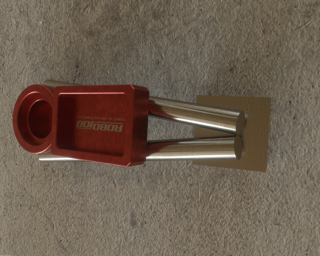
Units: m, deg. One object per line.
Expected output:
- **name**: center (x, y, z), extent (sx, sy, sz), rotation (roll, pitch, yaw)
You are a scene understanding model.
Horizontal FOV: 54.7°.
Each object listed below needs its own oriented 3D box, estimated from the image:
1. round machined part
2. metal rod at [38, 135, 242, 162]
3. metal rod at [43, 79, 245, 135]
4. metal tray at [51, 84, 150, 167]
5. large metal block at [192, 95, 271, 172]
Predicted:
- **round machined part**: center (-0.165, -0.013, 0.452), extent (0.098, 0.042, 0.097), rotation (0, 89, 30)
- **metal rod**: center (-0.048, 0.030, 0.392), extent (0.300, 0.025, 0.025), rotation (-5, 89, 32)
- **metal rod**: center (-0.044, -0.033, 0.390), extent (0.300, 0.025, 0.025), rotation (13, 94, 32)
- **metal tray**: center (-0.077, -0.006, 0.378), extent (0.130, 0.030, 0.089), rotation (4, 91, 32)
- **large metal block**: center (0.086, 0.005, 0.365), extent (0.080, 0.050, 0.079), rotation (4, 91, 19)
